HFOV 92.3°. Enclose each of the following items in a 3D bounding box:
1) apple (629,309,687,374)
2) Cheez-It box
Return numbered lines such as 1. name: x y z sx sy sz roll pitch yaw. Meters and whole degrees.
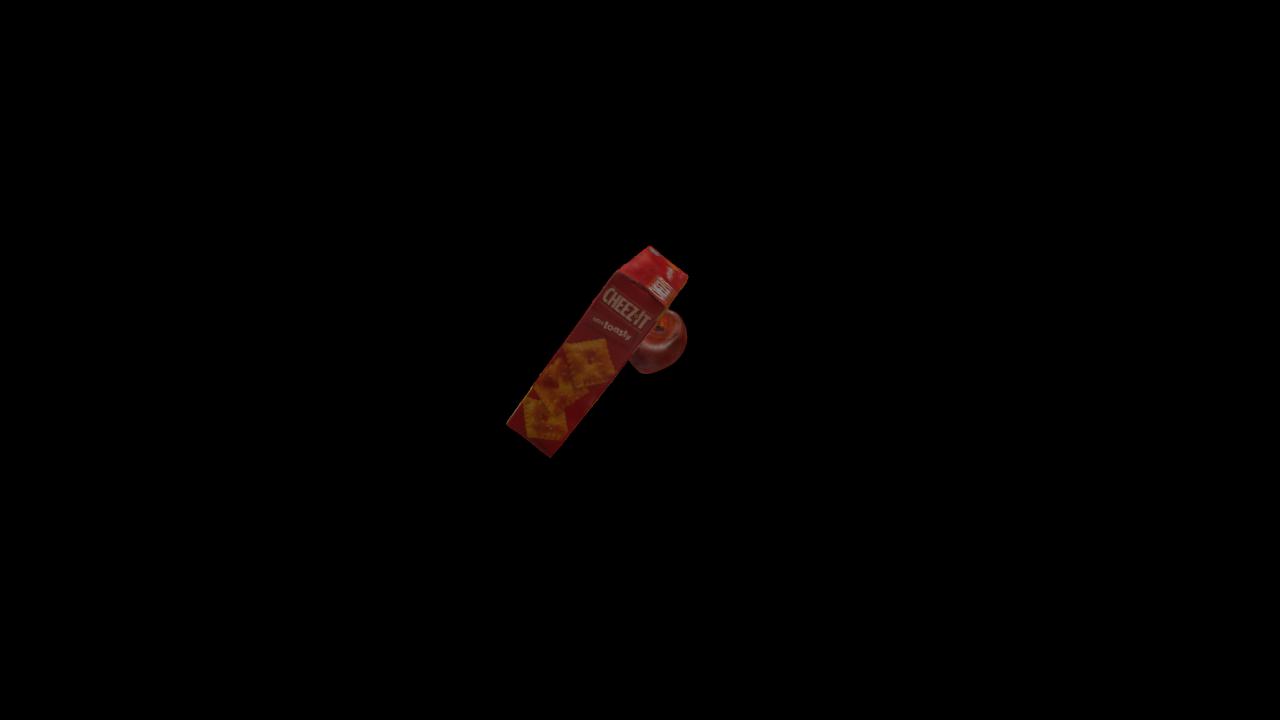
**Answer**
1. apple: 0.015 -0.022 0.707 0.079 0.079 0.093 0 -19 -8
2. Cheez-It box: -0.044 -0.016 0.702 0.071 0.223 0.166 37 22 -3
